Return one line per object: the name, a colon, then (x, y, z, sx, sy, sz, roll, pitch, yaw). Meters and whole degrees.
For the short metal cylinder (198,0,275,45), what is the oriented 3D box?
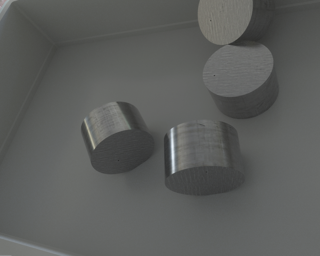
short metal cylinder: (0.095, -0.145, 0.389, 0.080, 0.050, 0.079, 16, 112, 45)

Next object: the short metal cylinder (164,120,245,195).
short metal cylinder: (0.045, 0.034, 0.326, 0.080, 0.080, 0.050, -14, 56, 20)

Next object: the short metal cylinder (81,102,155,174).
short metal cylinder: (-0.053, 0.013, 0.390, 0.080, 0.080, 0.050, -34, 51, 6)

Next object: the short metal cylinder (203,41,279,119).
short metal cylinder: (0.098, -0.057, 0.373, 0.080, 0.050, 0.080, -13, 56, 21)
